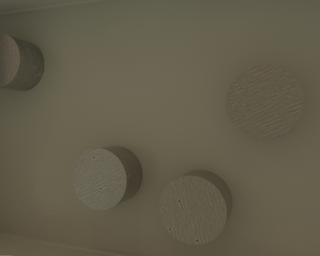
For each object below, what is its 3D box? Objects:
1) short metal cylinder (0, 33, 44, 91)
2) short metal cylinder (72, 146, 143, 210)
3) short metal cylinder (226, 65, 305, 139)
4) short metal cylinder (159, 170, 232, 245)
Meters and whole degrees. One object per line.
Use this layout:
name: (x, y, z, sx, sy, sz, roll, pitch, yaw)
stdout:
short metal cylinder: (-0.229, -0.100, 0.478, 0.080, 0.050, 0.080, 0, 90, 20)
short metal cylinder: (-0.071, 0.066, 0.422, 0.080, 0.050, 0.080, 0, 90, 20)
short metal cylinder: (0.119, -0.028, 0.355, 0.080, 0.050, 0.080, 0, 90, 20)
short metal cylinder: (0.045, 0.095, 0.381, 0.080, 0.050, 0.080, 0, 90, 20)
